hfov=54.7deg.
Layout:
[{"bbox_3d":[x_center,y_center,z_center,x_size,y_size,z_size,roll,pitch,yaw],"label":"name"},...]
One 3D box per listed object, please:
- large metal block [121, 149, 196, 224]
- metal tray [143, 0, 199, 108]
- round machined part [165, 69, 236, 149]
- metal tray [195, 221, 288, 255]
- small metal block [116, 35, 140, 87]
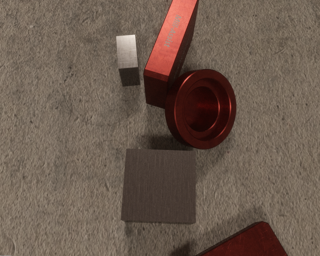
[{"bbox_3d":[0.000,0.071,0.369,0.081,0.050,0.080,2,70,0],"label":"large metal block"},{"bbox_3d":[0.015,-0.101,0.410,0.030,0.090,0.130,18,71,6],"label":"metal tray"},{"bbox_3d":[0.047,-0.024,0.391,0.099,0.042,0.097,-4,97,-33],"label":"round machined part"},{"bbox_3d":[0.083,0.174,0.343,0.131,0.030,0.090,-25,72,-9],"label":"metal tray"},{"bbox_3d":[-0.043,-0.092,0.428,0.025,0.050,0.050,-6,70,-2],"label":"small metal block"}]
